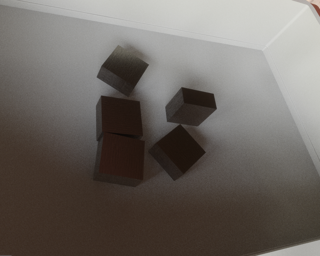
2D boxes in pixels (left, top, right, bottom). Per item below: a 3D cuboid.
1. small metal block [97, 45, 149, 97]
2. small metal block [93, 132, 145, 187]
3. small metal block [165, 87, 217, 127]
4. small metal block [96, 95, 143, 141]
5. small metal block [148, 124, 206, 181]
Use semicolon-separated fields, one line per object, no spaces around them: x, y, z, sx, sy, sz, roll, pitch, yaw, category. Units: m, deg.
-0.050;-0.079;0.426;0.050;0.025;0.050;32;52;-8;small metal block
-0.046;0.037;0.358;0.050;0.025;0.050;14;56;-21;small metal block
0.042;-0.028;0.429;0.050;0.050;0.025;8;58;-24;small metal block
-0.051;-0.009;0.384;0.050;0.025;0.050;7;59;-25;small metal block
0.022;0.031;0.399;0.050;0.025;0.050;48;51;6;small metal block
